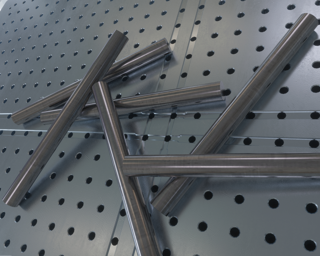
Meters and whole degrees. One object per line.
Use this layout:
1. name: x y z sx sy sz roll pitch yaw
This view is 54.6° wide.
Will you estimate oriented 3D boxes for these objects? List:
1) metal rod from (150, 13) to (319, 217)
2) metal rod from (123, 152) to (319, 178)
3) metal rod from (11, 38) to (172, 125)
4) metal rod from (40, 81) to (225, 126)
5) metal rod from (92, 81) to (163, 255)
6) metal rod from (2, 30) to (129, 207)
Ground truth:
1. metal rod: 0.093 -0.022 0.372 0.025 0.025 0.300 34 80 38
2. metal rod: 0.104 0.037 0.310 0.301 0.025 0.025 -3 60 19
3. metal rod: -0.121 -0.073 0.518 0.300 0.025 0.025 -23 53 14
4. metal rod: -0.056 -0.032 0.458 0.300 0.025 0.025 -7 59 24
5. metal rod: -0.041 0.058 0.376 0.025 0.025 0.299 -28 58 10
6. metal rod: -0.140 -0.015 0.463 0.025 0.025 0.299 32 88 38
